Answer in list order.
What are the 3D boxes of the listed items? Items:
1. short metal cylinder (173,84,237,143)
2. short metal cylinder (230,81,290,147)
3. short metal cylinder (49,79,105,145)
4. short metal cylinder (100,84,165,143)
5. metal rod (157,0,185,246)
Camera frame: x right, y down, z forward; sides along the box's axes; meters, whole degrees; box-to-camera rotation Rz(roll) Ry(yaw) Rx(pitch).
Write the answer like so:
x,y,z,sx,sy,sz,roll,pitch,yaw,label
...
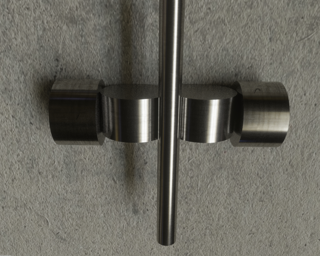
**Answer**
x,y,z,sx,sy,sz,roll,pitch,yaw,label
0.050,-0.020,0.374,0.081,0.080,0.050,1,110,-1,short metal cylinder
0.116,-0.017,0.377,0.050,0.080,0.079,1,110,-1,short metal cylinder
-0.095,-0.019,0.374,0.050,0.080,0.079,1,110,-1,short metal cylinder
-0.030,-0.021,0.374,0.081,0.080,0.050,1,110,-1,short metal cylinder
0.010,0.003,0.347,0.025,0.025,0.298,1,110,-1,metal rod
